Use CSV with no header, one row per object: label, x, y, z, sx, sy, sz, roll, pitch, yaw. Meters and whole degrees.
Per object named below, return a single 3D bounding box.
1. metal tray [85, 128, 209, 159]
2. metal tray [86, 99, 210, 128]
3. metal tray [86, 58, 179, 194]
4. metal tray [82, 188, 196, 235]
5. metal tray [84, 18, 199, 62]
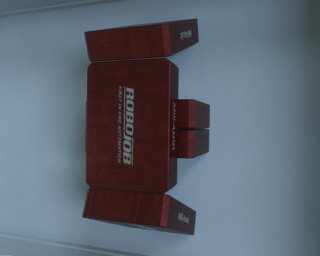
metal tray,-0.012,0.015,0.380,0.130,0.090,0.030,1,91,20
metal tray,-0.012,-0.016,0.379,0.130,0.090,0.030,1,91,20
metal tray,-0.029,-0.003,0.320,0.090,0.030,0.129,1,90,19
metal tray,-0.016,0.099,0.357,0.090,0.130,0.030,1,69,19
metal tray,-0.013,-0.104,0.357,0.090,0.131,0.030,1,111,20
